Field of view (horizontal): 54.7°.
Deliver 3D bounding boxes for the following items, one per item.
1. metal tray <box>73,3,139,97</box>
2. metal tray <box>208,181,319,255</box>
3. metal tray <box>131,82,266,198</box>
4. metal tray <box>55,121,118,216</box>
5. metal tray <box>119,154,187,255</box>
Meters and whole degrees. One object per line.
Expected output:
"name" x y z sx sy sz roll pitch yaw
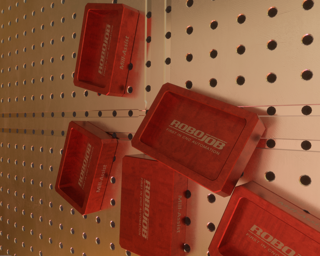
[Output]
"metal tray" -0.085 -0.120 0.473 0.090 0.030 0.129 19 102 38
"metal tray" 0.121 0.124 0.305 0.130 0.030 0.089 30 108 35
"metal tray" 0.038 0.008 0.352 0.130 0.030 0.090 25 84 37
"metal tray" -0.123 0.063 0.504 0.090 0.030 0.129 26 106 36
"metal tray" -0.011 0.104 0.413 0.090 0.030 0.129 4 93 39
